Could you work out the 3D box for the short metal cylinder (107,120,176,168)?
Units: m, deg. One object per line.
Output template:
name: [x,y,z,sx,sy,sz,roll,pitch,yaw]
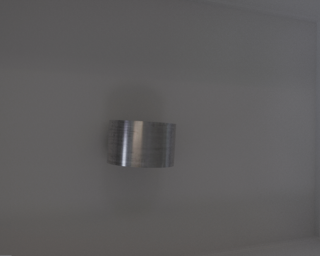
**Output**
short metal cylinder: [-0.022,0.018,0.373,0.081,0.080,0.050,4,89,-20]
